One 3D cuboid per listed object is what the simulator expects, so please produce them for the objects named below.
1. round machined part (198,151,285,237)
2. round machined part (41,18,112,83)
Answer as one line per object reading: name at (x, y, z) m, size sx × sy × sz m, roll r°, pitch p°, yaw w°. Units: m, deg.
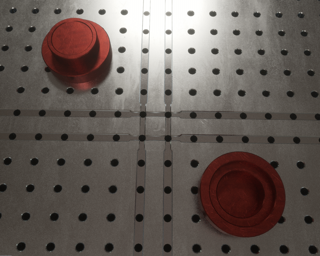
round machined part at (0.095, 0.081, 0.374) m, size 0.099 × 0.042 × 0.098 m, roll 0°, pitch 70°, yaw -1°
round machined part at (-0.121, -0.117, 0.444) m, size 0.099 × 0.042 × 0.098 m, roll 0°, pitch 70°, yaw -1°
